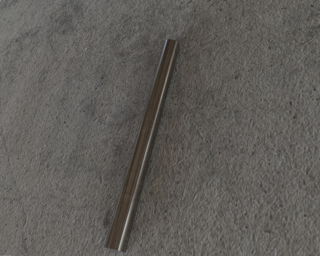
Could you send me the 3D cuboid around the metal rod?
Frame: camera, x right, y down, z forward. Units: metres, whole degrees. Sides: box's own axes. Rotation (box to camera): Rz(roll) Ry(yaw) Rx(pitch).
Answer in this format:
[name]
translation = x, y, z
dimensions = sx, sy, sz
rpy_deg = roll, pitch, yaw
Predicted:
[metal rod]
translation = -0.016, 0.005, 0.409
dimensions = 0.025, 0.025, 0.300
rpy_deg = 0, 62, 28
